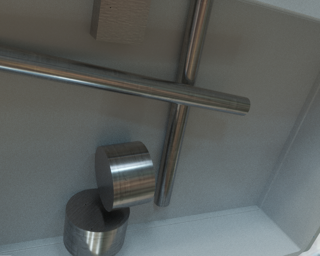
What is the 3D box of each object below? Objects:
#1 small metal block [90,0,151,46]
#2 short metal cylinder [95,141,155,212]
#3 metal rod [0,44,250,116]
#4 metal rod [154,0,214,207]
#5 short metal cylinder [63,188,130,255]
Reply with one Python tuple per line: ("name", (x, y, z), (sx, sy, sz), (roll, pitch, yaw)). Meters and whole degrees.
("small metal block", (-0.041, -0.115, 0.316), (0.050, 0.025, 0.050), (-1, 119, -28))
("short metal cylinder", (-0.046, 0.059, 0.386), (0.050, 0.080, 0.079), (-7, 122, -25))
("metal rod", (-0.025, -0.047, 0.344), (0.302, 0.025, 0.025), (8, 115, -25))
("metal rod", (0.025, -0.015, 0.414), (0.025, 0.025, 0.298), (-5, 121, -26))
("short metal cylinder", (-0.083, 0.125, 0.406), (0.081, 0.080, 0.050), (-2, 120, -28))
